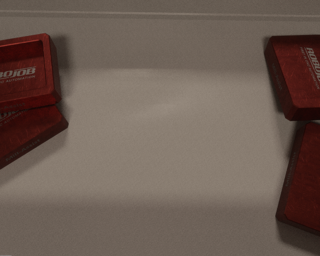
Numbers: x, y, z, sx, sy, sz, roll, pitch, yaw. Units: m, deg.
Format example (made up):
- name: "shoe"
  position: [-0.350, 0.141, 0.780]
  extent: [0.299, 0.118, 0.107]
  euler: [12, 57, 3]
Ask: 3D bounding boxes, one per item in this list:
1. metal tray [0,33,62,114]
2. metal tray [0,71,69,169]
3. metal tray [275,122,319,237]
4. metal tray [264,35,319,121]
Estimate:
- name: "metal tray"
  position: [-0.199, -0.066, 0.396]
  extent: [0.131, 0.030, 0.090]
  euler: [-11, 70, -4]
- name: "metal tray"
  position: [-0.201, -0.006, 0.407]
  extent: [0.131, 0.030, 0.090]
  euler: [-34, 74, -12]
- name: "metal tray"
  position: [0.207, 0.067, 0.385]
  extent: [0.090, 0.030, 0.130]
  euler: [20, 71, 7]
- name: "metal tray"
  position: [0.203, -0.072, 0.420]
  extent: [0.091, 0.030, 0.130]
  euler: [-2, 56, -1]
